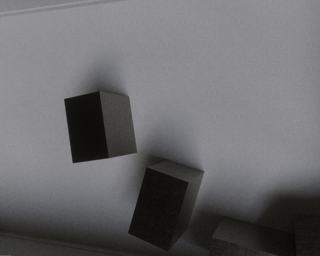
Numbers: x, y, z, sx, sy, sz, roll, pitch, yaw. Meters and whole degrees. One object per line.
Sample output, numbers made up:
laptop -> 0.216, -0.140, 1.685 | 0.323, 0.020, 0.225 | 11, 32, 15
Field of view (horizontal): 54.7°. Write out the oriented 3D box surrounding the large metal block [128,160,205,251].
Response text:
large metal block -> 0.011, 0.088, 0.377 | 0.050, 0.080, 0.080 | 18, 96, 19

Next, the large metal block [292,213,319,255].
large metal block -> 0.183, 0.134, 0.320 | 0.080, 0.050, 0.080 | -2, 70, 20

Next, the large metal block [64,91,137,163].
large metal block -> -0.075, 0.000, 0.408 | 0.050, 0.080, 0.080 | -10, 87, 20

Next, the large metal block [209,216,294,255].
large metal block -> 0.101, 0.143, 0.345 | 0.080, 0.080, 0.050 | 10, 94, 19
